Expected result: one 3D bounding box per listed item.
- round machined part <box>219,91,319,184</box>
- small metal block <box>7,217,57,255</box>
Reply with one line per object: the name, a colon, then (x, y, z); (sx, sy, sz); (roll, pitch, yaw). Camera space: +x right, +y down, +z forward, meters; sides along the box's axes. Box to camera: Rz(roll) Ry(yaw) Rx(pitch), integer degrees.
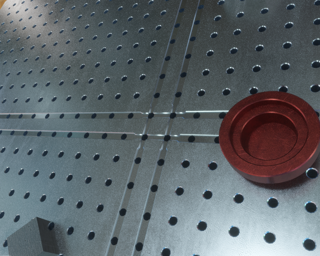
round machined part: (0.116, 0.013, 0.329); (0.098, 0.042, 0.098); (-13, 56, 21)
small metal block: (-0.167, 0.153, 0.402); (0.050, 0.025, 0.050); (-36, 51, 4)
